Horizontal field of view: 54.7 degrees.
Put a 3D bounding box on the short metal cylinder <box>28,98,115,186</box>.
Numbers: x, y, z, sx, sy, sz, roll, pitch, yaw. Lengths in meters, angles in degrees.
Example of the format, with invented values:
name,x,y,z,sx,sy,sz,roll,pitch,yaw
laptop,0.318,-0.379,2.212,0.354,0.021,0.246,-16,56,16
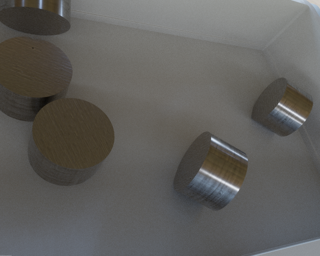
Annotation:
name,x,y,z,sx,sy,sz,roll,pitch,yaw
short metal cylinder,-0.095,0.015,0.329,0.081,0.050,0.080,14,56,-21

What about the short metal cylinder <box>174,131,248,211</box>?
name,x,y,z,sx,sy,sz,roll,pitch,yaw
short metal cylinder,0.059,0.051,0.371,0.050,0.080,0.080,30,52,-9

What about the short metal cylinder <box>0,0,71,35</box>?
name,x,y,z,sx,sy,sz,roll,pitch,yaw
short metal cylinder,-0.149,-0.151,0.374,0.081,0.080,0.050,2,84,-27

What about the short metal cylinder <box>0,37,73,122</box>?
name,x,y,z,sx,sy,sz,roll,pitch,yaw
short metal cylinder,-0.144,-0.054,0.345,0.081,0.050,0.080,14,56,-21

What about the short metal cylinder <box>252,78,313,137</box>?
name,x,y,z,sx,sy,sz,roll,pitch,yaw
short metal cylinder,0.193,-0.033,0.494,0.050,0.080,0.080,31,52,-9
